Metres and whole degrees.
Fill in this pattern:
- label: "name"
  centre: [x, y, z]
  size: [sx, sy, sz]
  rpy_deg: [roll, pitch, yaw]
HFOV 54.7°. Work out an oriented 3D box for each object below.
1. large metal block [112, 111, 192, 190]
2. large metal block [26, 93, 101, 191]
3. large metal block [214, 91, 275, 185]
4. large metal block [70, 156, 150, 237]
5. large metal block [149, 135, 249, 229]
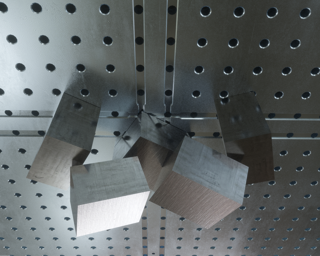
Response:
- label: "large metal block"
  centre: [-0.011, 0.035, 0.424]
  size: [0.080, 0.050, 0.080]
  rpy_deg: [26, 125, -21]
- label: "large metal block"
  centre: [-0.119, 0.017, 0.388]
  size: [0.050, 0.080, 0.080]
  rpy_deg: [24, 126, -19]
- label: "large metal block"
  centre: [0.105, 0.014, 0.389]
  size: [0.050, 0.080, 0.080]
  rpy_deg: [-13, 129, 10]
- label: "large metal block"
  centre: [-0.065, 0.084, 0.380]
  size: [0.081, 0.050, 0.079]
  rpy_deg: [-7, 141, -22]
- label: "large metal block"
  centre: [0.043, 0.066, 0.361]
  size: [0.080, 0.050, 0.080]
  rpy_deg: [27, 140, -3]
